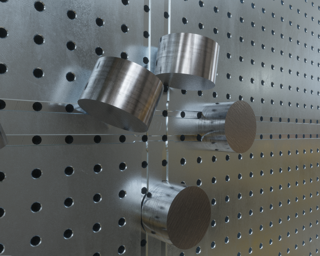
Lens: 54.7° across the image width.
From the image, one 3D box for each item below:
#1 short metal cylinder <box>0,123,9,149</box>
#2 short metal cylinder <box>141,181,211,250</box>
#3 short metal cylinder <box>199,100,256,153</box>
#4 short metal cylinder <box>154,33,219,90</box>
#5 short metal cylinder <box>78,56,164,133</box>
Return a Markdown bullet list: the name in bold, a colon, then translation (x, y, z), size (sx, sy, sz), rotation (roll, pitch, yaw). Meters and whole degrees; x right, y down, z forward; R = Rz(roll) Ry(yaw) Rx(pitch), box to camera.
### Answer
- **short metal cylinder**: translation (-0.167, 0.003, 0.234), size (0.081, 0.080, 0.050), rotation (-28, 108, -37)
- **short metal cylinder**: translation (0.022, 0.114, 0.414), size (0.081, 0.050, 0.079), rotation (0, 90, -40)
- **short metal cylinder**: translation (0.106, -0.002, 0.485), size (0.081, 0.050, 0.079), rotation (0, 90, -40)
- **short metal cylinder**: translation (0.035, -0.084, 0.404), size (0.081, 0.080, 0.050), rotation (13, 82, -40)
- **short metal cylinder**: translation (-0.042, -0.034, 0.340), size (0.080, 0.080, 0.050), rotation (32, 70, -36)
